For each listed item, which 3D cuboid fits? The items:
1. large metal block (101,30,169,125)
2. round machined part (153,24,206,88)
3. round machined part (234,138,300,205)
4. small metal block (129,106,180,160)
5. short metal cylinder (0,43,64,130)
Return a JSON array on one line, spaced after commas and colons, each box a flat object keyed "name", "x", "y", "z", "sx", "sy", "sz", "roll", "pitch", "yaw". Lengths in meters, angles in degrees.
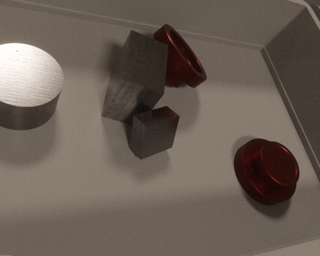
[{"name": "large metal block", "x": -0.032, "y": -0.060, "z": 0.391, "sx": 0.050, "sy": 0.080, "sz": 0.080, "roll": 18, "pitch": 55, "yaw": -18}, {"name": "round machined part", "x": 0.022, "y": -0.098, "z": 0.450, "sx": 0.098, "sy": 0.042, "sz": 0.098, "roll": 44, "pitch": 24, "yaw": -26}, {"name": "round machined part", "x": 0.160, "y": 0.058, "z": 0.448, "sx": 0.099, "sy": 0.042, "sz": 0.098, "roll": 14, "pitch": 56, "yaw": -21}, {"name": "small metal block", "x": -0.007, "y": 0.005, "z": 0.380, "sx": 0.050, "sy": 0.050, "sz": 0.025, "roll": -18, "pitch": 45, "yaw": -35}, {"name": "short metal cylinder", "x": -0.151, "y": -0.044, "z": 0.336, "sx": 0.081, "sy": 0.050, "sz": 0.080, "roll": 14, "pitch": 56, "yaw": -21}]
